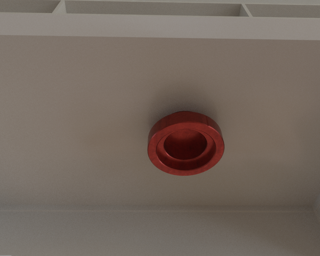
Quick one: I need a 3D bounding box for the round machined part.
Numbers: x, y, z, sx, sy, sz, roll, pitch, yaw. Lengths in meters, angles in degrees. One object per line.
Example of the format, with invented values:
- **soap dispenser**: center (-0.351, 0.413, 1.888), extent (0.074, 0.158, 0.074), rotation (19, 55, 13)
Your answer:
- **round machined part**: center (0.033, 0.016, 0.412), extent (0.099, 0.042, 0.097), rotation (-1, 130, 0)
